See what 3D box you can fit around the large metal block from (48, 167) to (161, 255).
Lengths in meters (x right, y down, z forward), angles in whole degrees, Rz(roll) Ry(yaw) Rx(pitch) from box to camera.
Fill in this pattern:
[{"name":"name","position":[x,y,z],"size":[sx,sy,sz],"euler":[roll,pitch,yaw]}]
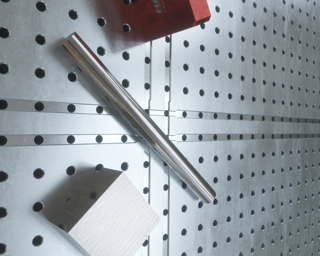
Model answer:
[{"name":"large metal block","position":[-0.058,0.102,0.344],"size":[0.080,0.050,0.080],"euler":[-48,119,-29]}]

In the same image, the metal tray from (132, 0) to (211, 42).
[{"name":"metal tray","position":[0.000,-0.177,0.366],"size":[0.030,0.090,0.129],"euler":[-33,111,-35]}]

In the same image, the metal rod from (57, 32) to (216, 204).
[{"name":"metal rod","position":[-0.012,0.005,0.398],"size":[0.300,0.025,0.025],"euler":[49,61,-29]}]
